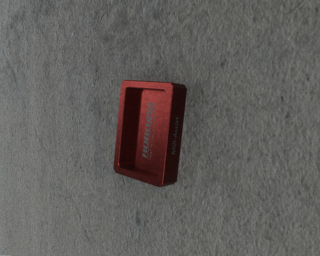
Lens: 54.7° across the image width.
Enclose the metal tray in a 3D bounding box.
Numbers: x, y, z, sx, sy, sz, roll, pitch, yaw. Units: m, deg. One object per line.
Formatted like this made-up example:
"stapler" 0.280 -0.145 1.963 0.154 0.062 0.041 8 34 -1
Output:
"metal tray" -0.016 0.004 0.412 0.090 0.030 0.129 10 96 39
